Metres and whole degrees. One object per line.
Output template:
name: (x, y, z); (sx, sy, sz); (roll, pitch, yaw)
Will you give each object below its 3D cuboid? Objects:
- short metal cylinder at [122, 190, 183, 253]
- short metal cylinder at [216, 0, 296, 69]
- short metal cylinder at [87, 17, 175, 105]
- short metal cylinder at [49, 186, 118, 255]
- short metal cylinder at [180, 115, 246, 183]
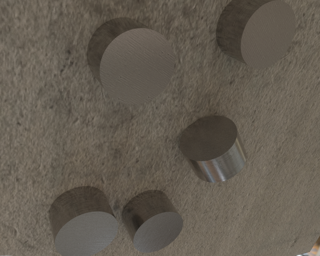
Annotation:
short metal cylinder: (-0.012, 0.142, 0.474); (0.081, 0.050, 0.079); (-14, 125, -21)
short metal cylinder: (0.117, -0.120, 0.383); (0.081, 0.050, 0.079); (-14, 125, -21)
short metal cylinder: (-0.032, -0.072, 0.330); (0.081, 0.050, 0.079); (-14, 125, -21)
short metal cylinder: (-0.102, 0.125, 0.413); (0.081, 0.050, 0.079); (-14, 125, -21)
short metal cylinder: (0.074, 0.028, 0.431); (0.080, 0.080, 0.050); (-36, 129, -5)
